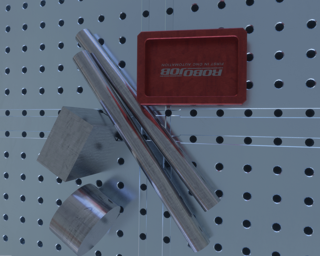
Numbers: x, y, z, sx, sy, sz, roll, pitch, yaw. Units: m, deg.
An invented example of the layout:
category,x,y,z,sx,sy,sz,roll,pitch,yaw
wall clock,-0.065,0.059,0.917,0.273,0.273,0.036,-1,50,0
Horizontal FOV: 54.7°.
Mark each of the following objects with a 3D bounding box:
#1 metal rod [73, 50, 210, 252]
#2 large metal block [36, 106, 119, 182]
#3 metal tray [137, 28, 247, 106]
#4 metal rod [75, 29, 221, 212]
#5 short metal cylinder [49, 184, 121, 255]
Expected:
category,x,y,z,sx,sy,sz,roll,pitch,yaw
metal rod,-0.028,0.025,0.409,0.025,0.025,0.299,-35,84,16
large metal block,-0.105,0.020,0.419,0.050,0.080,0.080,32,100,17
metal tray,0.039,-0.073,0.383,0.131,0.030,0.089,1,90,9
metal rod,-0.023,-0.019,0.419,0.025,0.025,0.299,-41,78,15
short metal cylinder,-0.099,0.122,0.417,0.050,0.080,0.080,35,101,16
